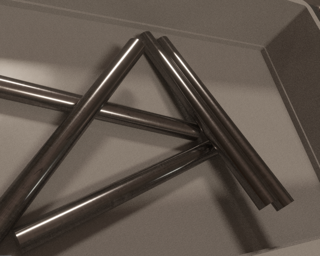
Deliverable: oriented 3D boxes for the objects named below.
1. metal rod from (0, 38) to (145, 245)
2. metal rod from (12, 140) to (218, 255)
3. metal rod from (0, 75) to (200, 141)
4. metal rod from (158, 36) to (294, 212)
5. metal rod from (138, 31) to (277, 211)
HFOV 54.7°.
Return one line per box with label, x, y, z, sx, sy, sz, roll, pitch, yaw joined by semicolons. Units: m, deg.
metal rod;-0.095;0.004;0.328;0.025;0.025;0.301;34;59;-6
metal rod;-0.012;0.059;0.364;0.302;0.025;0.025;-20;73;-36
metal rod;-0.087;-0.025;0.374;0.302;0.025;0.025;13;56;-22
metal rod;0.078;-0.020;0.435;0.025;0.025;0.299;-16;62;-35
metal rod;0.052;-0.025;0.423;0.025;0.025;0.299;-16;62;-35
